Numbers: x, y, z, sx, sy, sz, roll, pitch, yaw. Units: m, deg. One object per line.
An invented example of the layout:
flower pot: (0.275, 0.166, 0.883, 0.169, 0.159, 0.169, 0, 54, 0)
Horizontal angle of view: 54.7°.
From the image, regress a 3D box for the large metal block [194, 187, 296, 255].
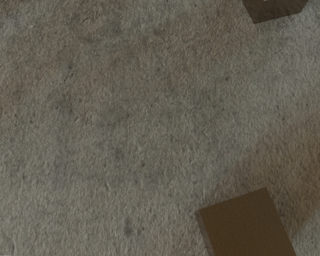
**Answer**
large metal block: (0.093, 0.121, 0.352, 0.081, 0.050, 0.080, -17, 71, -7)

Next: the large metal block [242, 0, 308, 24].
large metal block: (0.173, -0.217, 0.476, 0.081, 0.050, 0.080, -16, 71, -6)
